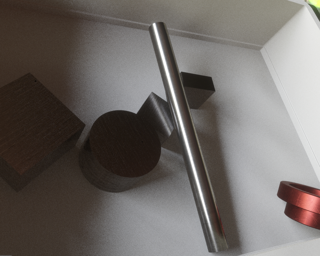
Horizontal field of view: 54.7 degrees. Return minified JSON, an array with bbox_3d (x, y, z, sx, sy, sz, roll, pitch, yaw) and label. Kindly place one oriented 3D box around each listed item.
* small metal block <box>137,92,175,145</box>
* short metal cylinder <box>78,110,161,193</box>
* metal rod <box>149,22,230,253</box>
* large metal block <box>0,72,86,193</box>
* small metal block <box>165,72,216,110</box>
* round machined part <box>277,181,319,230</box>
[{"bbox_3d":[-0.005,-0.012,0.412,0.050,0.025,0.050,35,51,-6],"label":"small metal block"},{"bbox_3d":[-0.046,0.027,0.350,0.081,0.050,0.080,14,56,-21],"label":"short metal cylinder"},{"bbox_3d":[0.032,0.000,0.395,0.025,0.025,0.299,-6,74,-31],"label":"metal rod"},{"bbox_3d":[-0.138,0.003,0.314,0.080,0.050,0.080,43,51,1],"label":"large metal block"},{"bbox_3d":[0.043,-0.053,0.447,0.050,0.050,0.025,5,60,-26],"label":"small metal block"},{"bbox_3d":[0.210,0.108,0.421,0.099,0.098,0.042,13,92,-21],"label":"round machined part"}]
